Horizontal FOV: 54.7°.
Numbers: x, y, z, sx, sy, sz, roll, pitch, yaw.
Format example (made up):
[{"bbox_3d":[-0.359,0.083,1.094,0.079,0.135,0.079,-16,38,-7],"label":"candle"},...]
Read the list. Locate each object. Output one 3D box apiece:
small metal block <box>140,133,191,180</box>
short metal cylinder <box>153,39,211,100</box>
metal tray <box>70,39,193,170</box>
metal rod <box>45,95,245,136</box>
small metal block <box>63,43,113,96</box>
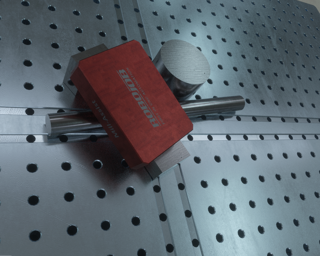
[{"bbox_3d":[0.002,0.029,0.391,0.050,0.025,0.050,-26,76,-37],"label":"small metal block"},{"bbox_3d":[0.027,-0.083,0.458,0.081,0.050,0.080,14,56,-21],"label":"short metal cylinder"},{"bbox_3d":[-0.029,-0.030,0.359,0.091,0.030,0.130,-35,93,-38],"label":"metal tray"},{"bbox_3d":[0.002,-0.022,0.425,0.303,0.025,0.025,-8,66,-32],"label":"metal rod"},{"bbox_3d":[-0.089,-0.073,0.389,0.025,0.050,0.050,49,51,6],"label":"small metal block"}]
